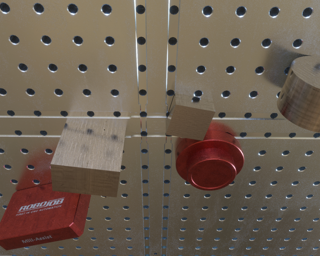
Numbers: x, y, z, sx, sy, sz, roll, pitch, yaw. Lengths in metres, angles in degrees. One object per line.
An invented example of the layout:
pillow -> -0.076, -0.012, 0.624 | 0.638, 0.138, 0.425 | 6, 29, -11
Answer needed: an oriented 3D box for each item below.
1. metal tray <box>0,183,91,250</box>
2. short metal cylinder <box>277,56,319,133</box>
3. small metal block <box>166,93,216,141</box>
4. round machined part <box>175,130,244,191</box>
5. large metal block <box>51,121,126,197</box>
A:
metal tray -> -0.176, 0.130, 0.477 | 0.130, 0.090, 0.030 | -14, 129, 11
short metal cylinder -> 0.179, -0.039, 0.344 | 0.081, 0.080, 0.050 | 3, 130, -3
small metal block -> 0.038, -0.014, 0.400 | 0.050, 0.025, 0.050 | 10, 130, -9
round machined part -> 0.072, 0.053, 0.447 | 0.099, 0.042, 0.097 | 0, 130, 0
large metal block -> -0.091, 0.040, 0.408 | 0.081, 0.080, 0.050 | 8, 130, -7
